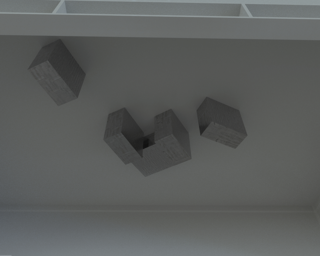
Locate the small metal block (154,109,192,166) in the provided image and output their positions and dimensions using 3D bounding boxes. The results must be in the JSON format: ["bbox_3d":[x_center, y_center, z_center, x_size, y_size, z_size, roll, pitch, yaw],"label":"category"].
[{"bbox_3d":[0.017,0.012,0.403,0.025,0.050,0.050,-24,126,19],"label":"small metal block"}]

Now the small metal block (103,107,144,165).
[{"bbox_3d":[-0.045,0.010,0.401,0.025,0.050,0.050,-22,127,17],"label":"small metal block"}]

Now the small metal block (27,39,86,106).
[{"bbox_3d":[-0.110,-0.061,0.339,0.025,0.050,0.050,-20,128,16],"label":"small metal block"}]

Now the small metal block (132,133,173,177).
[{"bbox_3d":[-0.013,0.038,0.441,0.050,0.025,0.050,-24,126,19],"label":"small metal block"}]

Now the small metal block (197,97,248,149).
[{"bbox_3d":[0.076,-0.007,0.388,0.050,0.050,0.025,20,127,-17],"label":"small metal block"}]
